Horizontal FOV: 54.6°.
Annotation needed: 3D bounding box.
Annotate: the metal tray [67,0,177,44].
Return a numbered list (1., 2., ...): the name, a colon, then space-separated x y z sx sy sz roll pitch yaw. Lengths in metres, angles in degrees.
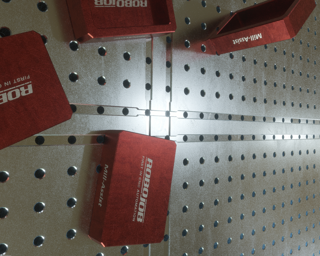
1. metal tray: -0.043 -0.153 0.367 0.131 0.030 0.090 -19 102 -38

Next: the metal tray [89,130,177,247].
1. metal tray: -0.030 0.073 0.380 0.091 0.030 0.129 14 81 -39

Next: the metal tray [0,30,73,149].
1. metal tray: -0.155 -0.026 0.275 0.131 0.030 0.090 -30 109 -36

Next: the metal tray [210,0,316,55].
1. metal tray: 0.150 -0.157 0.465 0.090 0.130 0.030 -50 120 -28
